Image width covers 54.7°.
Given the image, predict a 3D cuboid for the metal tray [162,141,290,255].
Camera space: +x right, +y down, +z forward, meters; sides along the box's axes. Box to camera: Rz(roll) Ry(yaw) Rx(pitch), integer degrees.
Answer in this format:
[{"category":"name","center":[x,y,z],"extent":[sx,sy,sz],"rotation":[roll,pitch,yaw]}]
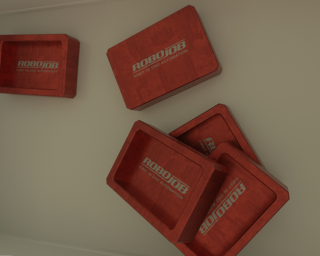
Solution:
[{"category":"metal tray","center":[0.067,0.090,0.351],"extent":[0.090,0.030,0.130],"rotation":[41,103,15]}]

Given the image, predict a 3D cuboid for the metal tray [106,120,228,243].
[{"category":"metal tray","center":[0.001,0.055,0.353],"extent":[0.130,0.030,0.090],"rotation":[29,94,42]}]

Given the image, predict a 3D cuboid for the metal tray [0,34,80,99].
[{"category":"metal tray","center":[-0.189,-0.094,0.472],"extent":[0.130,0.030,0.089],"rotation":[5,92,19]}]

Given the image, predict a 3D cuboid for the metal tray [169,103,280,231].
[{"category":"metal tray","center":[0.073,0.046,0.381],"extent":[0.090,0.030,0.130],"rotation":[-32,80,16]}]

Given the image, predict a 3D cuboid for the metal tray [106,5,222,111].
[{"category":"metal tray","center":[0.004,-0.087,0.406],"extent":[0.130,0.030,0.090],"rotation":[-23,83,18]}]
